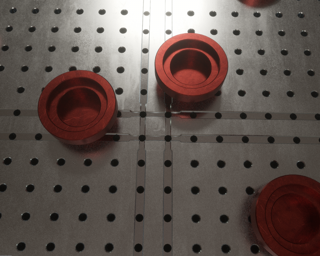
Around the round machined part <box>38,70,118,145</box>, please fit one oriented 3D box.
[{"bbox_3d":[-0.105,-0.024,0.410,0.099,0.042,0.098,0,70,-1],"label":"round machined part"}]

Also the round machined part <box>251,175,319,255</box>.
[{"bbox_3d":[0.156,0.107,0.366,0.099,0.042,0.098,0,70,-1],"label":"round machined part"}]

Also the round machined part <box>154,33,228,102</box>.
[{"bbox_3d":[0.042,-0.080,0.432,0.099,0.042,0.098,0,70,-1],"label":"round machined part"}]
